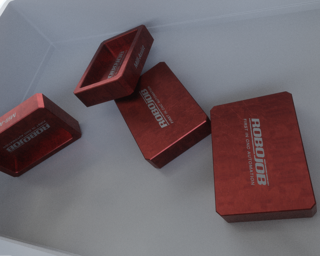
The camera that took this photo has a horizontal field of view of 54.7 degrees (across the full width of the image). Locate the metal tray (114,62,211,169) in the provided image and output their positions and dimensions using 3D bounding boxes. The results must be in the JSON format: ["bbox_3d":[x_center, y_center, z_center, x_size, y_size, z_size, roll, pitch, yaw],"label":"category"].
[{"bbox_3d":[0.000,-0.022,0.414,0.090,0.030,0.130,-35,51,4],"label":"metal tray"}]

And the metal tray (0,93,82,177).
[{"bbox_3d":[-0.195,0.015,0.454,0.130,0.090,0.030,-32,52,7],"label":"metal tray"}]

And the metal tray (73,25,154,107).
[{"bbox_3d":[-0.067,-0.096,0.469,0.090,0.030,0.130,-12,44,31],"label":"metal tray"}]

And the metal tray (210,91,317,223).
[{"bbox_3d":[0.104,0.029,0.330,0.090,0.030,0.130,-11,57,21],"label":"metal tray"}]
